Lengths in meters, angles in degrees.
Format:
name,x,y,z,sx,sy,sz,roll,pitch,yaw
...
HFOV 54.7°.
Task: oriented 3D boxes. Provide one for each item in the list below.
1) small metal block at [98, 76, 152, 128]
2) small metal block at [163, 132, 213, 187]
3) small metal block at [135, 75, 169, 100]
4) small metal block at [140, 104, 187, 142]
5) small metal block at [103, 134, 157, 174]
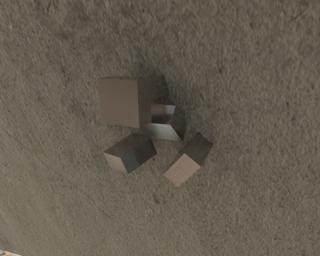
name,x,y,z,sx,sy,sz,roll,pitch,yaw
small metal block,-0.038,-0.030,0.339,0.050,0.025,0.050,8,109,28
small metal block,0.036,0.040,0.395,0.025,0.050,0.050,40,129,1
small metal block,-0.025,-0.043,0.373,0.050,0.050,0.025,-10,100,32
small metal block,0.001,-0.007,0.385,0.050,0.025,0.050,6,158,24
small metal block,-0.041,0.034,0.421,0.050,0.050,0.025,8,126,53
